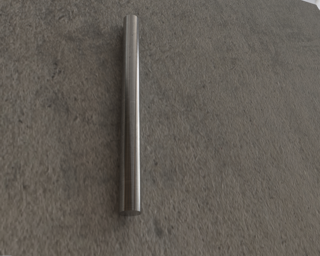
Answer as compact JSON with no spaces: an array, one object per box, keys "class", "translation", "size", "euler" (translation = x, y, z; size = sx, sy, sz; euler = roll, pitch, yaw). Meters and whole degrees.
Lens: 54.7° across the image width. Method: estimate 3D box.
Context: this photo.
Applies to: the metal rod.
[{"class":"metal rod","translation":[-0.038,-0.038,0.407],"size":[0.025,0.025,0.299],"euler":[11,57,-23]}]
